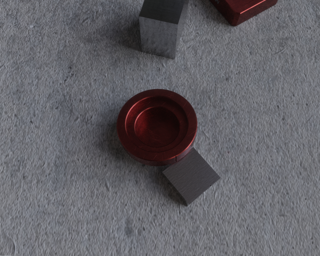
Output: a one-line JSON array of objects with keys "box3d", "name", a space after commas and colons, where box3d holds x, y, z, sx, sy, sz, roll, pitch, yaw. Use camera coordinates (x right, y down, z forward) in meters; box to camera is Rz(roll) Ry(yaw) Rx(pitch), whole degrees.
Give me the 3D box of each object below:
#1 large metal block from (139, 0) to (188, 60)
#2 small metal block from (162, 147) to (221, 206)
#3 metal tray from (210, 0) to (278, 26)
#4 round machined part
[{"box3d": [0.008, -0.157, 0.436, 0.050, 0.080, 0.080, 14, 71, 5], "name": "large metal block"}, {"box3d": [0.038, 0.061, 0.386, 0.050, 0.025, 0.050, -37, 75, -13], "name": "small metal block"}, {"box3d": [0.116, -0.233, 0.492, 0.090, 0.030, 0.130, -31, 73, -11], "name": "metal tray"}, {"box3d": [-0.003, 0.002, 0.395, 0.099, 0.042, 0.098, -1, 65, 2], "name": "round machined part"}]
